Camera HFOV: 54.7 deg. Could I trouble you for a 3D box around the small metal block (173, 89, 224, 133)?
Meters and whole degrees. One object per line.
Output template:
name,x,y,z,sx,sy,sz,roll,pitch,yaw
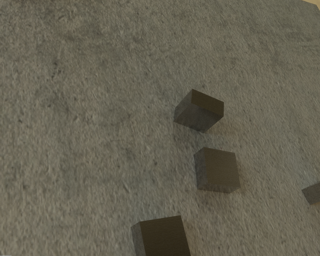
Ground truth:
small metal block,0.054,-0.022,0.432,0.050,0.050,0.025,21,54,-17

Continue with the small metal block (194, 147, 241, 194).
small metal block,0.076,0.057,0.412,0.050,0.025,0.050,12,57,-22

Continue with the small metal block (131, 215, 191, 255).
small metal block,0.001,0.124,0.330,0.050,0.025,0.050,0,62,-29

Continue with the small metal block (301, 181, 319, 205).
small metal block,0.256,0.091,0.473,0.050,0.050,0.025,-12,68,-33
